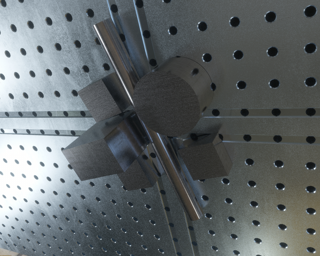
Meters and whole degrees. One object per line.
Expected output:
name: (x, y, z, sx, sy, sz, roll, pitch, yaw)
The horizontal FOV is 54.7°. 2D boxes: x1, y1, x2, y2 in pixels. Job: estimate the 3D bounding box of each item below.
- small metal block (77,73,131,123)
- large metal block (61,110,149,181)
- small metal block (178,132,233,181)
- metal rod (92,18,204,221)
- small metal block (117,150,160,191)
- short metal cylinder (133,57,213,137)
small metal block: (-0.077, -0.041, 0.425, 0.050, 0.025, 0.050, -19, 109, 35)
large metal block: (-0.070, 0.023, 0.423, 0.080, 0.080, 0.050, -16, 110, 34)
small metal block: (0.059, 0.038, 0.402, 0.050, 0.025, 0.050, -15, 111, 34)
metal rod: (-0.008, 0.002, 0.415, 0.025, 0.025, 0.299, -13, 112, 33)
small metal block: (-0.037, 0.065, 0.469, 0.050, 0.025, 0.050, -17, 110, 34)
short metal cylinder: (0.016, -0.037, 0.362, 0.080, 0.050, 0.079, 13, 124, 20)
